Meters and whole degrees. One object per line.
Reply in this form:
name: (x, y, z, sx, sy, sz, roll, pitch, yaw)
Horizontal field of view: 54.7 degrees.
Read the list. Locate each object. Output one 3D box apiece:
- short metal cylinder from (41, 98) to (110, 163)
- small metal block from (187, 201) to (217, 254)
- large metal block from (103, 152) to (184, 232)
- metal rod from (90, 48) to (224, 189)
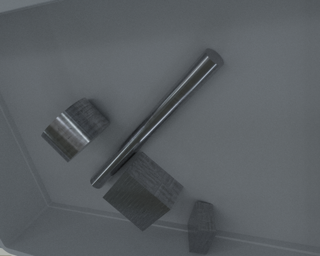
short metal cylinder: (-0.116, 0.003, 0.434, 0.050, 0.080, 0.080, 47, 129, -5)
small metal block: (0.059, 0.143, 0.444, 0.025, 0.050, 0.050, 10, 124, -5)
large metal block: (-0.026, 0.096, 0.464, 0.080, 0.050, 0.080, 41, 129, 0)
metal rod: (-0.023, 0.007, 0.423, 0.025, 0.025, 0.298, 43, 129, -2)
